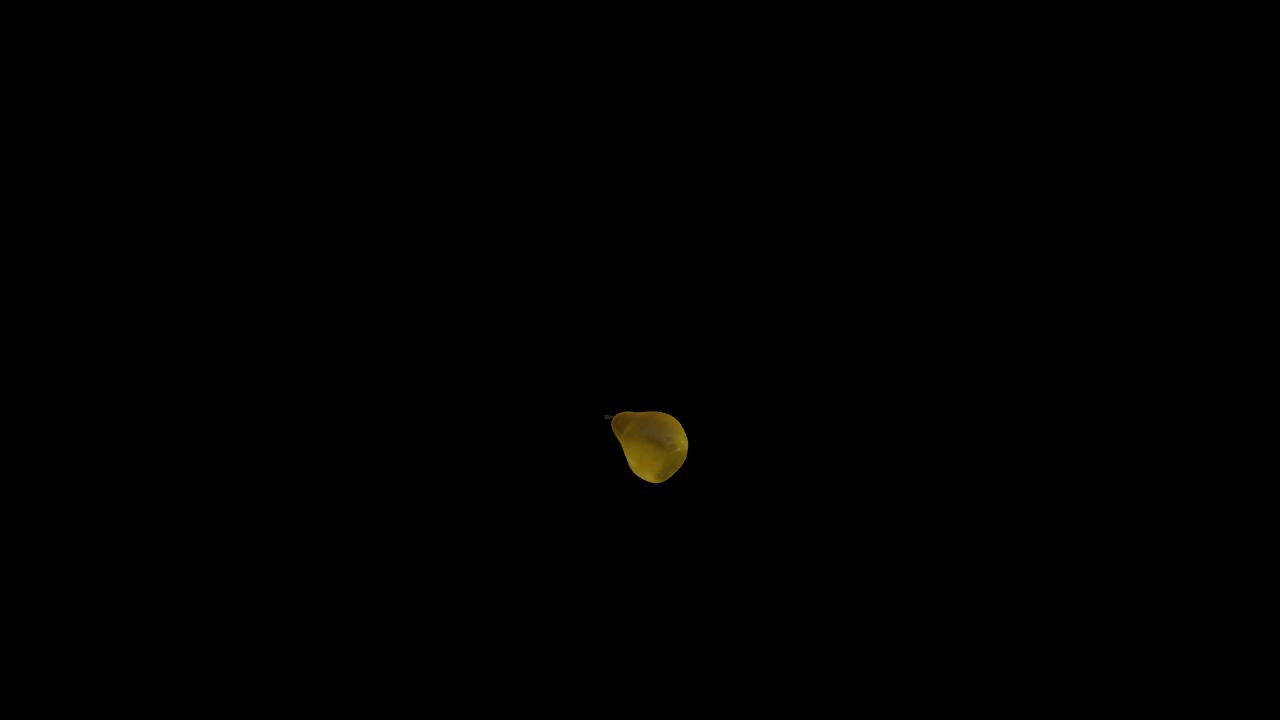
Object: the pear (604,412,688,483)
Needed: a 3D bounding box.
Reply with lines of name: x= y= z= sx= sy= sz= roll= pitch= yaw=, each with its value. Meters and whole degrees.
pear: x=0.001 y=0.082 z=0.688 sx=0.111 sy=0.080 sz=0.080 roll=40 pitch=20 yaw=26
